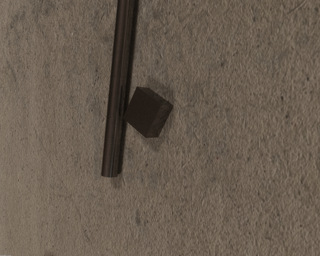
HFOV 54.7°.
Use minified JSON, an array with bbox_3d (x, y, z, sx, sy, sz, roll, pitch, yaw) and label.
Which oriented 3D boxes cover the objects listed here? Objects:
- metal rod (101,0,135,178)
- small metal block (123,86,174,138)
[{"bbox_3d":[-0.059,-0.076,0.451,0.025,0.025,0.298,11,97,39],"label":"metal rod"},{"bbox_3d":[-0.017,-0.021,0.417,0.050,0.025,0.050,39,114,32],"label":"small metal block"}]
